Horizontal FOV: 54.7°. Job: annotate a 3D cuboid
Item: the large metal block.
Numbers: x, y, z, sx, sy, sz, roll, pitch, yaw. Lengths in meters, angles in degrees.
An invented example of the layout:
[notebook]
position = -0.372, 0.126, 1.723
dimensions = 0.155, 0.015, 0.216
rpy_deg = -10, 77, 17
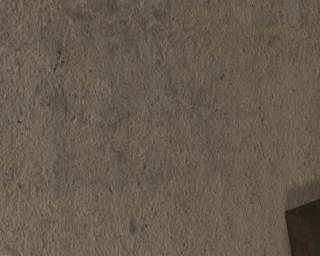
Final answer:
[large metal block]
position = 0.254, 0.166, 0.492
dimensions = 0.081, 0.050, 0.079
rpy_deg = -12, 94, -20
